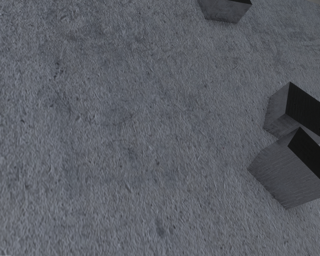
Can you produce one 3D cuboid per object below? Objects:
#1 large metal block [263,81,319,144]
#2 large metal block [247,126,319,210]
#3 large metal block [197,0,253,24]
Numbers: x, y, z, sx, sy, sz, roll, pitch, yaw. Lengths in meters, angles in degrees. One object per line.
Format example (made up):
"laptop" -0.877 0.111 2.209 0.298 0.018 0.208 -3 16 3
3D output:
"large metal block" 0.228 -0.018 0.521 0.080 0.050 0.080 32 52 -8
"large metal block" 0.186 0.058 0.433 0.080 0.080 0.050 47 51 4
"large metal block" 0.121 -0.258 0.610 0.081 0.050 0.080 -5 64 -30
